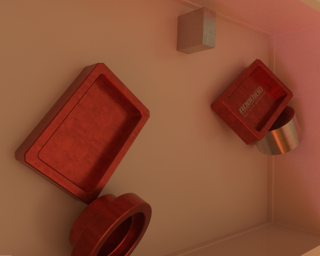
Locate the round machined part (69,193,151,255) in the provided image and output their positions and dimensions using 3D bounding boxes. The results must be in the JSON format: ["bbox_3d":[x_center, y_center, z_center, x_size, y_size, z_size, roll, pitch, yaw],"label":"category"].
[{"bbox_3d":[-0.057,0.110,0.331,0.099,0.042,0.097,-41,149,-32],"label":"round machined part"}]

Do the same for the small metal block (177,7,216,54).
[{"bbox_3d":[0.051,-0.135,0.435,0.025,0.050,0.050,3,88,-40],"label":"small metal block"}]

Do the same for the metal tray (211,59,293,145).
[{"bbox_3d":[0.155,-0.046,0.511,0.090,0.030,0.131,46,59,0],"label":"metal tray"}]

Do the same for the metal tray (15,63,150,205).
[{"bbox_3d":[-0.077,0.005,0.339,0.090,0.030,0.130,46,62,-30],"label":"metal tray"}]

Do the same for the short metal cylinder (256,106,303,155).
[{"bbox_3d":[0.201,0.003,0.543,0.080,0.080,0.050,-45,118,-31],"label":"short metal cylinder"}]
